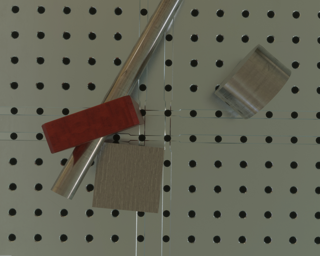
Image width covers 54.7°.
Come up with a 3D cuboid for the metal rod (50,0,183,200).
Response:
[{"bbox_3d":[-0.041,-0.057,0.374,0.025,0.025,0.300,27,74,0],"label":"metal rod"}]

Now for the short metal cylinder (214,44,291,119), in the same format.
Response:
[{"bbox_3d":[0.114,-0.057,0.387,0.050,0.080,0.080,41,90,-1],"label":"short metal cylinder"}]

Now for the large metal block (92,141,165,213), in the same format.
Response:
[{"bbox_3d":[-0.038,0.060,0.400,0.081,0.050,0.079,6,90,-1],"label":"large metal block"}]

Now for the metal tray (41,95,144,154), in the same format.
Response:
[{"bbox_3d":[-0.068,-0.005,0.360,0.090,0.130,0.030,-19,91,0],"label":"metal tray"}]
